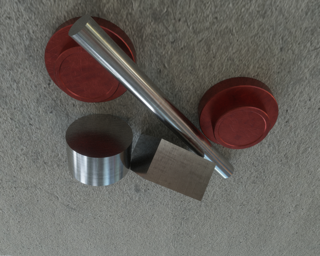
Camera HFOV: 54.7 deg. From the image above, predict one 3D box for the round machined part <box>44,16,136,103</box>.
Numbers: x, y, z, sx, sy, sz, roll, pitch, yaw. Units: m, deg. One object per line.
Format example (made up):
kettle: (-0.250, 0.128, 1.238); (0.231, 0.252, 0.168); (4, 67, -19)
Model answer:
round machined part: (-0.076, -0.067, 0.339); (0.099, 0.042, 0.097); (0, 130, 0)

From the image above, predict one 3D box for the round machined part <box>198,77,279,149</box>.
round machined part: (0.099, -0.011, 0.388); (0.099, 0.042, 0.097); (0, 130, 0)

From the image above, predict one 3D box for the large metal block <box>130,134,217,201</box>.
large metal block: (0.012, 0.049, 0.404); (0.080, 0.080, 0.050); (26, 84, -20)

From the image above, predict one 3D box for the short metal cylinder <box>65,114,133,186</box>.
short metal cylinder: (-0.076, 0.026, 0.393); (0.081, 0.080, 0.050); (5, 130, -5)

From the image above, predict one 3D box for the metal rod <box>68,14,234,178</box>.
metal rod: (0.014, -0.013, 0.365); (0.025, 0.025, 0.300); (-28, 135, 22)
